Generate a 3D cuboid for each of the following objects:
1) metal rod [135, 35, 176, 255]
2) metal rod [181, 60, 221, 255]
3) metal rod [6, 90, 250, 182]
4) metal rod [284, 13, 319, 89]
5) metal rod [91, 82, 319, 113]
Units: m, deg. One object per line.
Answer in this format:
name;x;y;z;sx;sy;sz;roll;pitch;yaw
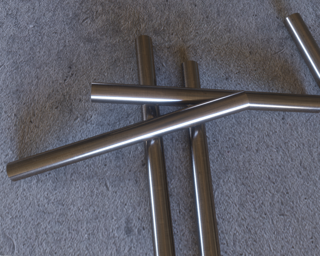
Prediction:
metal rod;-0.009;0.011;0.403;0.025;0.025;0.299;-5;70;-2
metal rod;0.051;0.051;0.390;0.025;0.025;0.299;-3;70;-2
metal rod;-0.040;0.010;0.380;0.301;0.025;0.025;-17;71;2
metal rod;0.246;-0.032;0.422;0.025;0.025;0.299;-17;71;-6
metal rod;0.067;-0.038;0.398;0.302;0.025;0.025;2;70;-10
